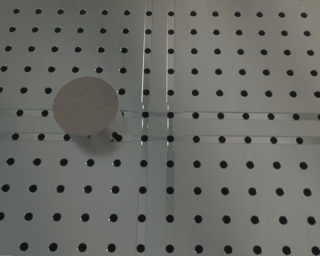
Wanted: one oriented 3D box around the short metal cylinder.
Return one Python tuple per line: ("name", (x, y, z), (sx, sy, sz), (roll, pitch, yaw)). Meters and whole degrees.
("short metal cylinder", (-0.092, -0.020, 0.405), (0.080, 0.050, 0.080), (0, 70, 0))
